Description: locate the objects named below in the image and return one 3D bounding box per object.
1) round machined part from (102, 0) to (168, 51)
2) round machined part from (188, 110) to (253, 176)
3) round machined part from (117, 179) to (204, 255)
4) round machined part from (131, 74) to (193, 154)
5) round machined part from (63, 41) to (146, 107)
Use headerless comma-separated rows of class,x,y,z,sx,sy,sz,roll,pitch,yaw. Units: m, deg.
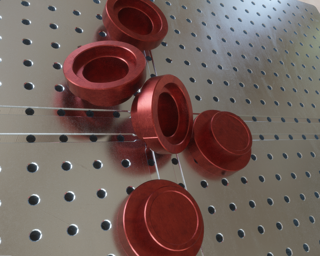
round machined part,-0.041,-0.156,0.472,0.099,0.042,0.098,14,56,-21
round machined part,0.091,0.015,0.439,0.099,0.042,0.098,14,56,-21
round machined part,0.007,0.103,0.340,0.099,0.042,0.098,14,56,-21
round machined part,0.000,-0.016,0.389,0.099,0.042,0.097,11,77,-56
round machined part,-0.066,-0.064,0.386,0.099,0.042,0.098,0,47,0
